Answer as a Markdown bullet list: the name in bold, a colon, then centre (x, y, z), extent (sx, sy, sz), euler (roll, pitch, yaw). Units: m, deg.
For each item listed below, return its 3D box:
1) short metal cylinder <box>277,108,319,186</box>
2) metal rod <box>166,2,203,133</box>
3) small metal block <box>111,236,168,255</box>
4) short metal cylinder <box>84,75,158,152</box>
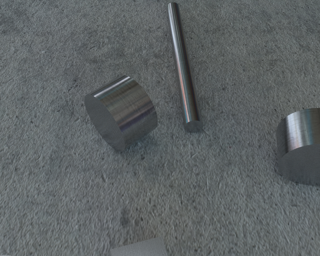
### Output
- **short metal cylinder**: centre (0.176, 0.023, 0.351), extent (0.080, 0.080, 0.050), euler (8, 51, 6)
- **metal rod**: centre (0.035, -0.116, 0.501), extent (0.025, 0.025, 0.300), euler (-3, 50, -3)
- **small metal block**: centre (-0.016, 0.136, 0.289), extent (0.050, 0.025, 0.050), euler (-11, 51, -10)
- **short metal cylinder**: centre (-0.048, -0.018, 0.382), extent (0.050, 0.080, 0.080), euler (-35, 59, -26)
